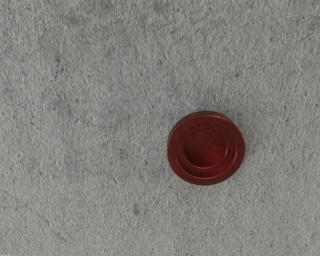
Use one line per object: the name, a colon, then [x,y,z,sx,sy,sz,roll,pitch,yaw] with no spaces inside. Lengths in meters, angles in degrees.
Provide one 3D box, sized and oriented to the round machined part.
round machined part: [0.058,0.023,0.410,0.099,0.042,0.097,0,110,0]
